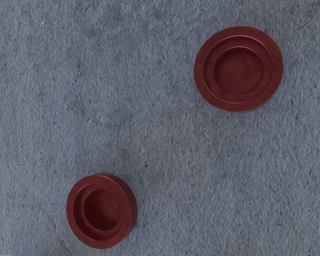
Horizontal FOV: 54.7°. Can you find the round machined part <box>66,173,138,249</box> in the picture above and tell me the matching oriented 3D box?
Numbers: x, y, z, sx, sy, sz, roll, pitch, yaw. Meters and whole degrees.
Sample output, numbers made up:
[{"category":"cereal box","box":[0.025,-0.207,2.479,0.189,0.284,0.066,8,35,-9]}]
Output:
[{"category":"round machined part","box":[-0.075,0.110,0.426,0.098,0.042,0.097,0,90,20]}]

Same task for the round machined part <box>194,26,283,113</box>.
[{"category":"round machined part","box":[0.093,-0.066,0.367,0.098,0.042,0.097,0,90,20]}]
